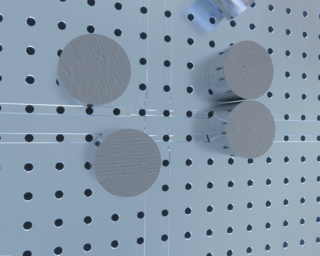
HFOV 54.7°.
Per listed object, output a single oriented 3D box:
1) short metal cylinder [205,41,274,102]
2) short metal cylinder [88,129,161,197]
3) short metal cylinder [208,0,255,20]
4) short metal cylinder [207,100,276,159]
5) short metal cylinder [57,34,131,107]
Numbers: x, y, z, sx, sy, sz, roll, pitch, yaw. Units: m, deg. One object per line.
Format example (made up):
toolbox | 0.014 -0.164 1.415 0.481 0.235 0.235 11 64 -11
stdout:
short metal cylinder | 0.113 -0.079 0.442 0.081 0.050 0.079 0 90 -20
short metal cylinder | -0.045 0.040 0.384 0.081 0.050 0.079 0 90 -21
short metal cylinder | 0.105 -0.196 0.423 0.050 0.080 0.080 40 77 -16
short metal cylinder | 0.116 0.002 0.444 0.081 0.050 0.079 0 90 -21
short metal cylinder | -0.080 -0.066 0.370 0.081 0.050 0.079 0 90 -21
